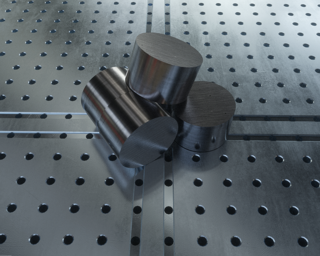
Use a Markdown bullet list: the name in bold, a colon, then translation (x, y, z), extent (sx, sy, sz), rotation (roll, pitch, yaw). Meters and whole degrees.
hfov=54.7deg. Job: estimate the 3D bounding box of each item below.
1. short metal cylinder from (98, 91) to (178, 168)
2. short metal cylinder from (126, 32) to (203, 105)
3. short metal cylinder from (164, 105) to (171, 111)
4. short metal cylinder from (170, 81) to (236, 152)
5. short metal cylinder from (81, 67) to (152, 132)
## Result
- **short metal cylinder**: translation (-0.026, 0.002, 0.370), extent (0.081, 0.080, 0.050), rotation (-27, 56, -21)
- **short metal cylinder**: translation (0.004, -0.072, 0.368), extent (0.081, 0.050, 0.080), rotation (14, 36, -10)
- **short metal cylinder**: translation (0.009, -0.067, 0.447), extent (0.081, 0.050, 0.080), rotation (0, 50, 0)
- **short metal cylinder**: translation (0.054, -0.016, 0.404), extent (0.081, 0.050, 0.080), rotation (0, 50, 0)
- **short metal cylinder**: translation (-0.053, -0.031, 0.397), extent (0.081, 0.080, 0.050), rotation (-27, 56, -21)
